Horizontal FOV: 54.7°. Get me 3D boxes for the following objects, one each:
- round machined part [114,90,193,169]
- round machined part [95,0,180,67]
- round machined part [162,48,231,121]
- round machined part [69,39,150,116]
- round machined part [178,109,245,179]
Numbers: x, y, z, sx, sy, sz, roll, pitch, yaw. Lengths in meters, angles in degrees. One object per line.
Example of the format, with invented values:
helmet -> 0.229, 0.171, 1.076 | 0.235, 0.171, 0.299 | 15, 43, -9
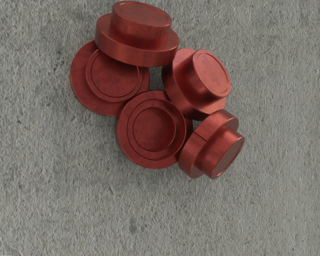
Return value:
round machined part -> -0.010, 0.002, 0.398 | 0.099, 0.042, 0.097 | 0, 90, -21
round machined part -> -0.024, -0.115, 0.362 | 0.099, 0.098, 0.042 | 1, 132, -20
round machined part -> 0.053, -0.061, 0.399 | 0.099, 0.042, 0.098 | 21, 55, -33
round machined part -> -0.059, -0.064, 0.381 | 0.099, 0.042, 0.097 | 0, 90, -21
round machined part -> 0.072, 0.028, 0.400 | 0.042, 0.098, 0.098 | 38, 74, 26
